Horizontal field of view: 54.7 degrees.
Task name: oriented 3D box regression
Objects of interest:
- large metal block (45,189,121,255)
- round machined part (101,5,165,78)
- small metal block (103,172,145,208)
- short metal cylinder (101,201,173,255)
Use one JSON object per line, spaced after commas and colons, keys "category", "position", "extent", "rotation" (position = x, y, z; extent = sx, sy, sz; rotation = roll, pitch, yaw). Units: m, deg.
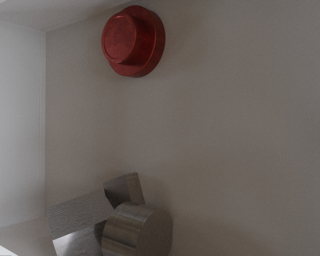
{"category": "large metal block", "position": [-0.103, 0.134, 0.417], "extent": [0.080, 0.081, 0.050], "rotation": [30, 132, 60]}
{"category": "round machined part", "position": [-0.044, -0.121, 0.430], "extent": [0.098, 0.042, 0.097], "rotation": [0, 90, 39]}
{"category": "small metal block", "position": [-0.052, 0.096, 0.448], "extent": [0.050, 0.025, 0.050], "rotation": [-25, 74, 37]}
{"category": "short metal cylinder", "position": [-0.026, 0.137, 0.388], "extent": [0.050, 0.080, 0.079], "rotation": [5, 93, 33]}
